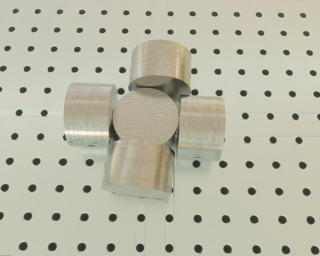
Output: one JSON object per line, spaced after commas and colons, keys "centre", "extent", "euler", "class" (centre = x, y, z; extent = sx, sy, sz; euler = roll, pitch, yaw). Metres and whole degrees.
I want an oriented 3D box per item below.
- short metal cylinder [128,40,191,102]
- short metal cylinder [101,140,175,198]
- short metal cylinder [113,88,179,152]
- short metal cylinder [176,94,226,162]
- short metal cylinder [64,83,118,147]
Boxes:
{"centre": [0.001, -0.071, 0.408], "extent": [0.080, 0.080, 0.050], "euler": [3, 70, 1], "class": "short metal cylinder"}
{"centre": [-0.025, 0.050, 0.363], "extent": [0.080, 0.080, 0.050], "euler": [6, 70, 2], "class": "short metal cylinder"}
{"centre": [-0.018, -0.005, 0.400], "extent": [0.081, 0.050, 0.080], "euler": [1, 70, -1], "class": "short metal cylinder"}
{"centre": [0.048, 0.000, 0.383], "extent": [0.050, 0.080, 0.080], "euler": [4, 70, 1], "class": "short metal cylinder"}
{"centre": [-0.083, -0.016, 0.387], "extent": [0.050, 0.080, 0.080], "euler": [2, 70, 0], "class": "short metal cylinder"}
